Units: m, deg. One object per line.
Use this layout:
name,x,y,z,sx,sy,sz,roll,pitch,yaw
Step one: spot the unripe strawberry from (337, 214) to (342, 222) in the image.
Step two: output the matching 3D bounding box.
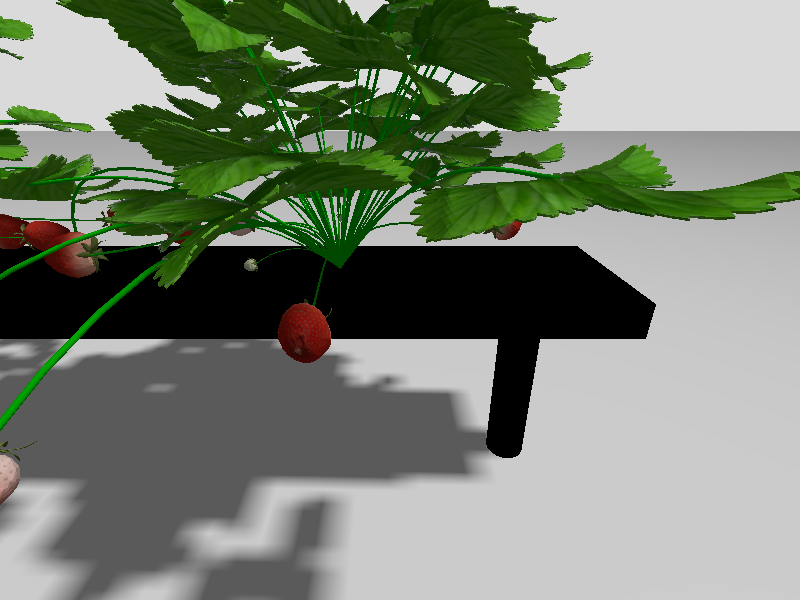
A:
unripe strawberry,-0.076,-0.106,0.517,0.009,0.010,0.010,-3,25,-7

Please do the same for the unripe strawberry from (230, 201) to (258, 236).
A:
unripe strawberry,-0.189,-0.095,0.465,0.039,0.039,0.043,19,31,36

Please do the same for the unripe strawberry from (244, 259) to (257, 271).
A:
unripe strawberry,-0.135,-0.031,0.360,0.011,0.011,0.010,-11,25,-2

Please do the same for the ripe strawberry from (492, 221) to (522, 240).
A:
ripe strawberry,0.121,-0.084,0.447,0.034,0.036,0.031,-12,27,-25

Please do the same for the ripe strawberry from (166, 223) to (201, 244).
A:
ripe strawberry,-0.239,-0.079,0.435,0.040,0.039,0.037,10,26,21

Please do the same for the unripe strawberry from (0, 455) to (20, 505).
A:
unripe strawberry,-0.148,0.064,0.135,0.025,0.027,0.028,9,-24,18

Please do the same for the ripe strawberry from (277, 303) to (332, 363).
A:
ripe strawberry,-0.054,0.020,0.222,0.029,0.033,0.032,0,25,-1

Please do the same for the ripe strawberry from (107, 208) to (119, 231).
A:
ripe strawberry,-0.335,-0.099,0.486,0.033,0.032,0.030,-18,30,-34

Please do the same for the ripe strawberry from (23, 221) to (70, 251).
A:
ripe strawberry,-0.361,-0.067,0.412,0.036,0.031,0.036,-8,26,-18

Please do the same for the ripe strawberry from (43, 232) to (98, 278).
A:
ripe strawberry,-0.282,-0.039,0.344,0.037,0.039,0.034,-3,25,-5

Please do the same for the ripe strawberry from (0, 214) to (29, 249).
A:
ripe strawberry,-0.413,-0.073,0.426,0.037,0.037,0.035,-16,29,-33
